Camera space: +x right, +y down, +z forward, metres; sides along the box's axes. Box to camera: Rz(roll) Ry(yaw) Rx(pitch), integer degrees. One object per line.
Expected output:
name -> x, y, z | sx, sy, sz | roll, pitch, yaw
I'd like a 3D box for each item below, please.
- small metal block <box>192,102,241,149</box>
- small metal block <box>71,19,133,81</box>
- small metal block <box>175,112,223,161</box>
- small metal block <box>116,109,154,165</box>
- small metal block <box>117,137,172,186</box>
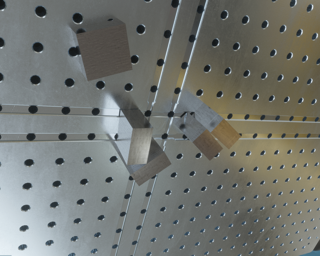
small metal block -> 0.079, -0.003, 0.435 | 0.025, 0.050, 0.050 | -48, 129, 5
small metal block -> -0.060, -0.083, 0.327 | 0.050, 0.025, 0.050 | -19, 126, -18
small metal block -> 0.054, 0.011, 0.431 | 0.025, 0.050, 0.050 | -44, 129, 2
small metal block -> -0.033, 0.010, 0.382 | 0.025, 0.050, 0.050 | -1, 119, -24
small metal block -> -0.021, 0.040, 0.407 | 0.050, 0.050, 0.025 | -34, 129, -6
